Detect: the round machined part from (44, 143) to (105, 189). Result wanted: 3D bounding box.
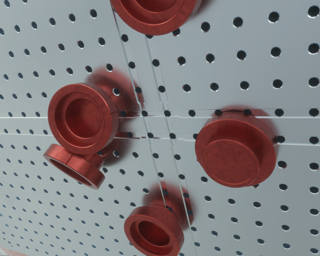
[{"bbox_3d":[-0.127,0.052,0.483,0.098,0.042,0.098,26,157,12],"label":"round machined part"}]

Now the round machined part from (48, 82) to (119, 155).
[{"bbox_3d":[-0.102,-0.015,0.434,0.098,0.042,0.097,4,104,17],"label":"round machined part"}]

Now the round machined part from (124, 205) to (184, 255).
[{"bbox_3d":[-0.006,0.165,0.506,0.098,0.042,0.097,13,124,21],"label":"round machined part"}]

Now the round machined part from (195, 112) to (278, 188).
[{"bbox_3d":[0.088,0.033,0.374,0.098,0.042,0.097,13,124,21],"label":"round machined part"}]

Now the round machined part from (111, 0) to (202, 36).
[{"bbox_3d":[-0.001,-0.147,0.311,0.098,0.042,0.097,13,124,21],"label":"round machined part"}]
